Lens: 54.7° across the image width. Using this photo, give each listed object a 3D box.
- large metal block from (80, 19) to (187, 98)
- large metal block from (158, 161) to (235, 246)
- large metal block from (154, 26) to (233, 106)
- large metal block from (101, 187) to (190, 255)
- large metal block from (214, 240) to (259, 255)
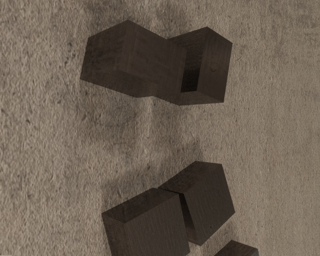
[{"bbox_3d":[-0.030,-0.071,0.345,0.081,0.080,0.050,15,81,-39],"label":"large metal block"},{"bbox_3d":[0.053,0.102,0.436,0.081,0.050,0.080,-29,109,-36],"label":"large metal block"},{"bbox_3d":[0.042,-0.076,0.406,0.050,0.080,0.080,17,79,-39],"label":"large metal block"},{"bbox_3d":[-0.015,0.129,0.378,0.081,0.050,0.079,-20,103,-39],"label":"large metal block"},{"bbox_3d":[0.118,0.241,0.491,0.081,0.050,0.079,-22,105,-38],"label":"large metal block"}]
